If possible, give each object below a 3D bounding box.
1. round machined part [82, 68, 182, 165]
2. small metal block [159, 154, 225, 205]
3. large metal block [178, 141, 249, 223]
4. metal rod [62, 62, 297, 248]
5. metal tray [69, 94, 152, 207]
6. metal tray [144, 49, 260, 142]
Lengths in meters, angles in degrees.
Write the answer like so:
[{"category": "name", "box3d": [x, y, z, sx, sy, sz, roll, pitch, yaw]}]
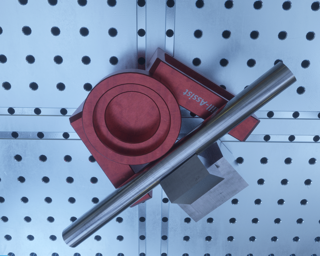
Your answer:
[{"category": "round machined part", "box3d": [-0.028, -0.014, 0.325, 0.099, 0.042, 0.097, 0, 110, -1]}, {"category": "small metal block", "box3d": [0.036, 0.057, 0.334, 0.050, 0.050, 0.025, -41, 61, 13]}, {"category": "large metal block", "box3d": [0.058, 0.061, 0.404, 0.080, 0.080, 0.050, -39, 106, 13]}, {"category": "metal rod", "box3d": [0.009, 0.037, 0.331, 0.300, 0.025, 0.025, -39, 106, 12]}, {"category": "metal tray", "box3d": [-0.054, 0.022, 0.386, 0.030, 0.090, 0.130, -28, 108, 9]}, {"category": "metal tray", "box3d": [0.045, -0.042, 0.363, 0.131, 0.090, 0.030, 30, 108, -11]}]
